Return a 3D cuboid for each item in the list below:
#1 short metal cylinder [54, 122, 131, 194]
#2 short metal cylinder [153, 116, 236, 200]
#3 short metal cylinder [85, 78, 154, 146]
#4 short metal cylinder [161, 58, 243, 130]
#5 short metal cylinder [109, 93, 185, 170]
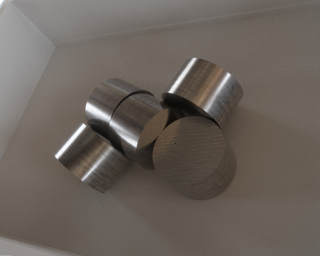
[{"bbox_3d":[-0.083,0.037,0.388,0.080,0.080,0.050,33,80,38],"label":"short metal cylinder"},{"bbox_3d":[0.039,0.034,0.345,0.080,0.050,0.080,-13,56,20],"label":"short metal cylinder"},{"bbox_3d":[-0.049,-0.019,0.404,0.050,0.080,0.080,29,77,37],"label":"short metal cylinder"},{"bbox_3d":[0.049,-0.036,0.364,0.080,0.080,0.050,26,76,36],"label":"short metal cylinder"},{"bbox_3d":[-0.014,0.004,0.373,0.050,0.080,0.080,30,78,37],"label":"short metal cylinder"}]
